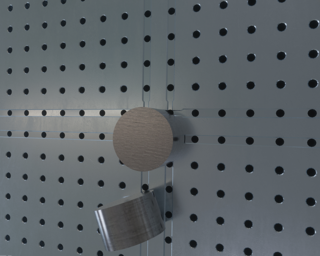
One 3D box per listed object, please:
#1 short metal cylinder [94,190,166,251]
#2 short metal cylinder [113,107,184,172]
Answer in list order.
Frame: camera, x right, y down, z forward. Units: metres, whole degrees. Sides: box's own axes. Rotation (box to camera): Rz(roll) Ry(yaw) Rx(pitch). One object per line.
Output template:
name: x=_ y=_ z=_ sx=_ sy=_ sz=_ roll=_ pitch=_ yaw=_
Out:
short metal cylinder: x=-0.039 y=0.116 z=0.397 sx=0.080 sy=0.080 sz=0.050 roll=-20 pitch=83 yaw=19
short metal cylinder: x=-0.014 y=0.014 z=0.404 sx=0.080 sy=0.050 sz=0.079 roll=0 pitch=90 yaw=20
